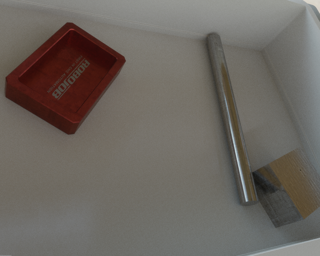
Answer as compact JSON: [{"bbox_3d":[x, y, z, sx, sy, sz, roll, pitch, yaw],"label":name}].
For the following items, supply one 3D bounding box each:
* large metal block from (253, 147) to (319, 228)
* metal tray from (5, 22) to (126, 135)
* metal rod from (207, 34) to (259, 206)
[{"bbox_3d":[0.183,0.082,0.440,0.081,0.050,0.080,-18,71,-35],"label":"large metal block"},{"bbox_3d":[-0.111,-0.065,0.383,0.090,0.030,0.130,33,51,-7],"label":"metal tray"},{"bbox_3d":[0.108,-0.030,0.484,0.025,0.025,0.299,9,58,-24],"label":"metal rod"}]
